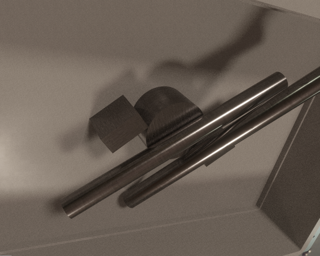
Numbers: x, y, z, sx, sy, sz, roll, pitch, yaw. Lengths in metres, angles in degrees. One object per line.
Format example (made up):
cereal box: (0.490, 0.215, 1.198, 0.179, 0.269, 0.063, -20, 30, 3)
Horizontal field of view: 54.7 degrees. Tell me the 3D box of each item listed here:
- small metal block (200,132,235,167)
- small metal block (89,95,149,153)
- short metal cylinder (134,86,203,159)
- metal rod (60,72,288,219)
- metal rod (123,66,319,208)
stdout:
small metal block: (0.070, 0.020, 0.445, 0.050, 0.050, 0.025, -34, 130, -7)
small metal block: (-0.049, -0.006, 0.363, 0.050, 0.050, 0.025, -36, 130, -4)
short metal cylinder: (0.010, -0.007, 0.395, 0.081, 0.050, 0.079, -14, 124, -21)
metal rod: (0.025, 0.015, 0.368, 0.301, 0.025, 0.025, -30, 129, -9)
metal rod: (0.070, 0.023, 0.394, 0.300, 0.025, 0.025, -35, 133, 21)
